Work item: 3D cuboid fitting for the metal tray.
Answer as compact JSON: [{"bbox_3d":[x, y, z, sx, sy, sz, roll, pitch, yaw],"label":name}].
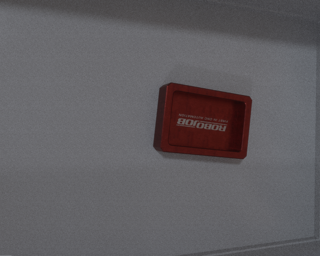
[{"bbox_3d":[0.061,-0.007,0.429,0.131,0.030,0.090,7,88,-20],"label":"metal tray"}]
